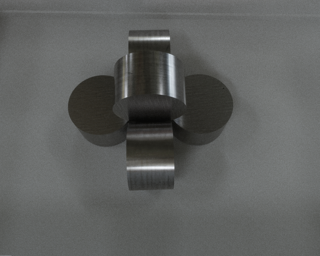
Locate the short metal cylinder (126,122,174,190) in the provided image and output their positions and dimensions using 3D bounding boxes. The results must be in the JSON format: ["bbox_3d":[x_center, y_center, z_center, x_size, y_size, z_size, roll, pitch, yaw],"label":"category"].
[{"bbox_3d":[-0.011,0.033,0.366,0.050,0.080,0.080,-2,70,-1],"label":"short metal cylinder"}]

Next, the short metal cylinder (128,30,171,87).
[{"bbox_3d":[-0.013,-0.088,0.410,0.050,0.080,0.080,-2,70,-1],"label":"short metal cylinder"}]

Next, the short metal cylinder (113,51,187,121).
[{"bbox_3d":[-0.012,-0.043,0.347,0.081,0.080,0.050,-1,70,-1],"label":"short metal cylinder"}]

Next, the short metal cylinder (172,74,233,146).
[{"bbox_3d":[0.049,-0.022,0.402,0.081,0.050,0.080,0,70,0],"label":"short metal cylinder"}]

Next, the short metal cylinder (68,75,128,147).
[{"bbox_3d":[-0.072,-0.021,0.401,0.081,0.050,0.080,0,70,0],"label":"short metal cylinder"}]
